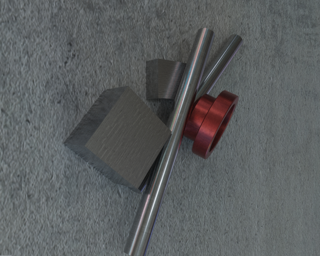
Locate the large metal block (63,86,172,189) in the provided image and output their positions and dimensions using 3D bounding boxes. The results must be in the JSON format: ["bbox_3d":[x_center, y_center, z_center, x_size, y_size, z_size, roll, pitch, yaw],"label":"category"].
[{"bbox_3d":[-0.045,0.011,0.352,0.080,0.050,0.080,46,62,-30],"label":"large metal block"}]

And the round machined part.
[{"bbox_3d":[0.068,-0.009,0.431,0.098,0.042,0.098,-54,163,-26],"label":"round machined part"}]

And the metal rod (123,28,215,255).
[{"bbox_3d":[0.017,0.006,0.387,0.025,0.025,0.299,31,70,-36],"label":"metal rod"}]

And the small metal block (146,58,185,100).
[{"bbox_3d":[0.009,-0.063,0.414,0.050,0.025,0.050,-1,91,-40],"label":"small metal block"}]

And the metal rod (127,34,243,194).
[{"bbox_3d":[0.046,-0.036,0.445,0.025,0.025,0.301,51,60,-28],"label":"metal rod"}]
